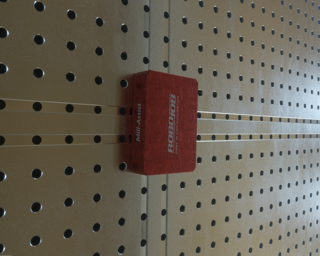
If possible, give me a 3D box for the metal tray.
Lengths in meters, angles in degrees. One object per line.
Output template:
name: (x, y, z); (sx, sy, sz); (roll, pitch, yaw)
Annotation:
metal tray: (0.008, -0.005, 0.414); (0.091, 0.030, 0.129); (3, 88, -40)
